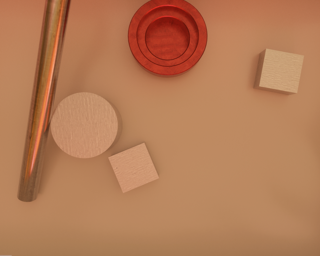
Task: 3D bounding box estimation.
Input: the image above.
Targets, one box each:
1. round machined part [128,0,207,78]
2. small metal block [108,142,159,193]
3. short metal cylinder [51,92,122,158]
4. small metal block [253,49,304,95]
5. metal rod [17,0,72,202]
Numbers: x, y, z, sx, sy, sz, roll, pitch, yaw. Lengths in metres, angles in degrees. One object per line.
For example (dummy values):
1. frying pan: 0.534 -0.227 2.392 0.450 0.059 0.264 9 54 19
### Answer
1. round machined part: 0.009 -0.114 0.403 0.099 0.042 0.097 0 90 -1
2. small metal block: -0.034 0.051 0.411 0.050 0.025 0.050 -23 90 -1
3. short metal cylinder: -0.091 -0.003 0.398 0.081 0.050 0.079 0 90 -1
4. small metal block: 0.158 -0.074 0.414 0.050 0.025 0.050 10 90 -1
5. metal rod: -0.134 -0.042 0.358 0.025 0.025 0.298 17 111 -1
